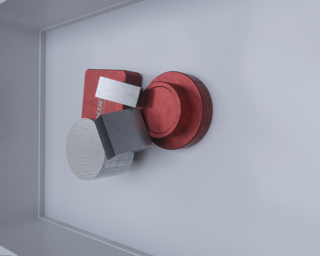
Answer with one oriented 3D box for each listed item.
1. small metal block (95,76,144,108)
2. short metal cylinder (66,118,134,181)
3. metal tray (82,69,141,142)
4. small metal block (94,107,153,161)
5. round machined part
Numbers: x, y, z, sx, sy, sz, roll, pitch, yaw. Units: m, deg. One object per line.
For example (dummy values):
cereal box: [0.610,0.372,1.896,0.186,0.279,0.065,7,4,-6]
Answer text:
small metal block: [-0.049,-0.045,0.393,0.050,0.050,0.025,16,96,1]
short metal cylinder: [-0.081,0.027,0.413,0.080,0.050,0.079,0,90,39]
metal tray: [-0.076,-0.020,0.459,0.090,0.030,0.129,10,96,39]
small metal block: [-0.044,0.006,0.372,0.025,0.050,0.050,-33,76,55]
round machined part: [0.011,-0.022,0.382,0.098,0.042,0.097,0,90,39]
